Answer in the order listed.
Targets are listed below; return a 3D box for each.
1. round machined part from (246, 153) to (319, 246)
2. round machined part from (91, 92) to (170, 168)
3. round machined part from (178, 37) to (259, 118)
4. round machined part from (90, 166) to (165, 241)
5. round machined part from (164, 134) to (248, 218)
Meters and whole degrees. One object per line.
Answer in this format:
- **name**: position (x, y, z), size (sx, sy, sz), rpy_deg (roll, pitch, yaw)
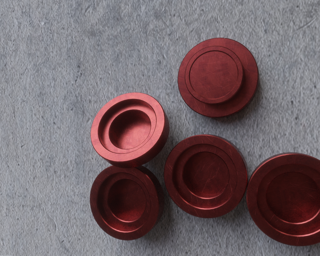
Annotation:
- **round machined part**: position (0.148, 0.076, 0.345), size (0.098, 0.042, 0.097), rpy_deg (0, 90, 16)
- **round machined part**: position (-0.035, 0.006, 0.399), size (0.098, 0.042, 0.098), rpy_deg (-8, 60, 14)
- **round machined part**: position (0.068, -0.061, 0.376), size (0.098, 0.042, 0.097), rpy_deg (0, 90, 20)
- **round machined part**: position (-0.040, 0.095, 0.414), size (0.098, 0.042, 0.097), rpy_deg (0, 90, 20)
- **round machined part**: position (0.058, 0.056, 0.379), size (0.098, 0.042, 0.097), rpy_deg (0, 90, 20)
